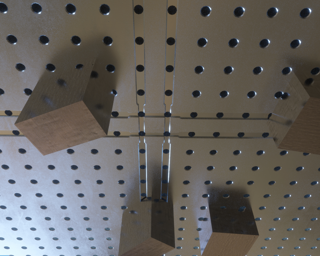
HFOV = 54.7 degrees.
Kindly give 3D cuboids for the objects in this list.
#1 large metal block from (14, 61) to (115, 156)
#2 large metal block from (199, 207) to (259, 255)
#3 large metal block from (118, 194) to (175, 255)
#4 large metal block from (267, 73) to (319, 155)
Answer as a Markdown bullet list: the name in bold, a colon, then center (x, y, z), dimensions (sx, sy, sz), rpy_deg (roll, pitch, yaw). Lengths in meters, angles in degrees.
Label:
- **large metal block**: center (-0.103, -0.024, 0.354), dimensions (0.080, 0.080, 0.050), rpy_deg (-17, 128, 13)
- **large metal block**: center (0.120, 0.190, 0.559), dimensions (0.081, 0.050, 0.079), rpy_deg (6, 130, -6)
- **large metal block**: center (-0.022, 0.172, 0.522), dimensions (0.050, 0.080, 0.080), rpy_deg (35, 122, -26)
- **large metal block**: center (0.194, -0.014, 0.386), dimensions (0.081, 0.050, 0.079), rpy_deg (9, 130, -8)
